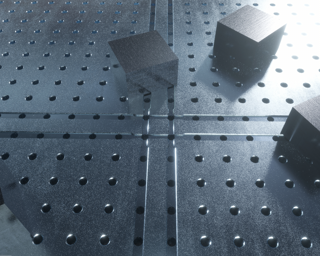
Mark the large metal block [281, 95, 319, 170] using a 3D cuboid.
[{"bbox_3d":[0.218,0.003,0.390,0.081,0.050,0.080,-22,53,-17],"label":"large metal block"}]

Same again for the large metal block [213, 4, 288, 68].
[{"bbox_3d":[0.151,-0.157,0.524,0.080,0.050,0.080,-36,59,-26],"label":"large metal block"}]

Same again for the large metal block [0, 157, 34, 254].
[{"bbox_3d":[-0.174,0.073,0.310,0.050,0.080,0.080,-23,54,-18],"label":"large metal block"}]

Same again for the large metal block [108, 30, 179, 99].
[{"bbox_3d":[-0.026,-0.099,0.475,0.081,0.050,0.080,-19,53,-15],"label":"large metal block"}]
